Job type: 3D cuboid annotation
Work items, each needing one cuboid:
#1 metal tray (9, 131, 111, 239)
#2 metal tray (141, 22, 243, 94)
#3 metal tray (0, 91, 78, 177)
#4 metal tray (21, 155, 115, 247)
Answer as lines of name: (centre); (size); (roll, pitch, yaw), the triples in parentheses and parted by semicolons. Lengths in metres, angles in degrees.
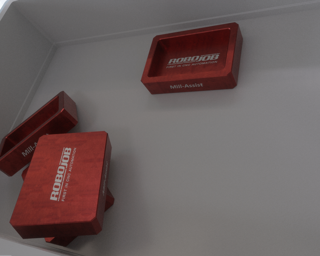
metal tray: (-0.110, 0.062, 0.370); (0.091, 0.030, 0.130); (-4, 45, 2)
metal tray: (0.045, -0.096, 0.438); (0.130, 0.030, 0.090); (-1, 61, 27)
metal tray: (-0.189, 0.005, 0.479); (0.130, 0.030, 0.090); (-38, 30, 2)
metal tray: (-0.129, 0.079, 0.421); (0.090, 0.030, 0.130); (-42, 51, -1)
